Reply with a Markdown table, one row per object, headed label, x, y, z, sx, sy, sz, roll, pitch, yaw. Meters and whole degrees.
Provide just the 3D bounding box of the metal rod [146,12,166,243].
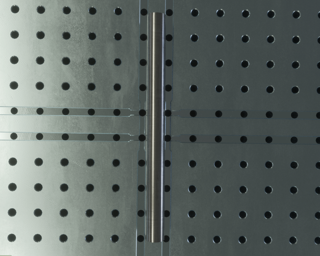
| label | x | y | z | sx | sy | sz | roll | pitch | yaw |
| --- | --- | --- | --- | --- | --- | --- | --- | --- | --- |
| metal rod | -0.006 | -0.001 | 0.413 | 0.025 | 0.025 | 0.298 | 0 | 90 | -1 |
